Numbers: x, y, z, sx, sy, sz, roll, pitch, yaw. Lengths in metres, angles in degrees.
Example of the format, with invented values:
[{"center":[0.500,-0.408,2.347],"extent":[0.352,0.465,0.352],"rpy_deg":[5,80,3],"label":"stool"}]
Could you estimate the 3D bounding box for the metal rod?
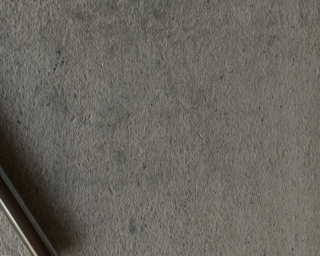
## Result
[{"center":[-0.197,0.026,0.336],"extent":[0.025,0.025,0.299],"rpy_deg":[-31,101,-18],"label":"metal rod"}]
